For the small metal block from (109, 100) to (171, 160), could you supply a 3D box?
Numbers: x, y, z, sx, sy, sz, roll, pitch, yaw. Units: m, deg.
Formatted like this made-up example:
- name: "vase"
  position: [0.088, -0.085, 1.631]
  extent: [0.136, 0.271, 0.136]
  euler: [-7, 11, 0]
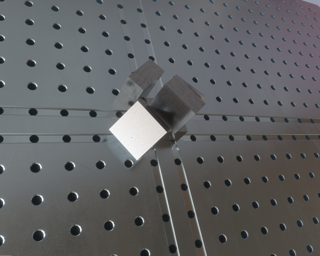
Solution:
- name: "small metal block"
  position: [-0.023, 0.002, 0.374]
  extent: [0.050, 0.050, 0.025]
  euler: [47, 14, 5]

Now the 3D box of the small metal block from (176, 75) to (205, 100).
- name: "small metal block"
  position: [0.035, -0.051, 0.440]
  extent: [0.050, 0.025, 0.050]
  euler: [37, 11, -4]

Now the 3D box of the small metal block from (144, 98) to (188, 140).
- name: "small metal block"
  position: [0.004, -0.011, 0.416]
  extent: [0.050, 0.025, 0.050]
  euler: [1, 61, -29]

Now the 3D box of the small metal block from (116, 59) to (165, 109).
- name: "small metal block"
  position: [-0.027, -0.057, 0.412]
  extent: [0.025, 0.050, 0.050]
  euler: [42, 51, 0]

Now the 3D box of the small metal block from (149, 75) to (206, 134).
- name: "small metal block"
  position: [0.020, -0.029, 0.388]
  extent: [0.050, 0.050, 0.025]
  euler: [46, 50, 3]
